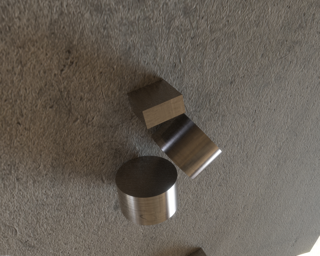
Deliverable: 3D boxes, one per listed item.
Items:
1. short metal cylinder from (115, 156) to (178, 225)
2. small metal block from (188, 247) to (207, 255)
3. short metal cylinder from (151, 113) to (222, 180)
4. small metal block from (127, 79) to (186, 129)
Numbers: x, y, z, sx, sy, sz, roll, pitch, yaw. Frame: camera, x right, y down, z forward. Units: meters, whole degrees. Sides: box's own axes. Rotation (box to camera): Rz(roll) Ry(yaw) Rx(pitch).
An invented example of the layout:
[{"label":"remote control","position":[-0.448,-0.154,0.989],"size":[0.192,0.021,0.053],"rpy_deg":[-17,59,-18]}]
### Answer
[{"label":"short metal cylinder","position":[-0.016,0.081,0.414],"size":[0.081,0.080,0.050],"rpy_deg":[-17,126,-19]},{"label":"small metal block","position":[0.072,0.275,0.619],"size":[0.050,0.025,0.050],"rpy_deg":[-26,128,-13]},{"label":"short metal cylinder","position":[0.035,0.021,0.405],"size":[0.050,0.080,0.080],"rpy_deg":[-45,130,2]},{"label":"small metal block","position":[-0.005,-0.030,0.371],"size":[0.050,0.050,0.025],"rpy_deg":[-24,128,-14]}]
